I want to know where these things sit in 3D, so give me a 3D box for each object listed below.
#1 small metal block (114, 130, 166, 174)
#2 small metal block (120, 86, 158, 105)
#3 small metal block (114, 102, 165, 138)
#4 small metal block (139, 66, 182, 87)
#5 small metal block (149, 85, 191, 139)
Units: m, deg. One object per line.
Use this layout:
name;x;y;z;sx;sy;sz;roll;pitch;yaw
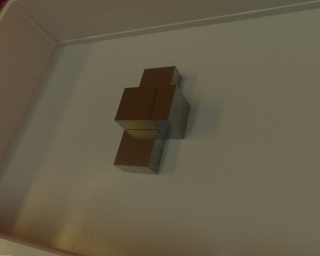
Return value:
small metal block;-0.026;0.030;0.398;0.050;0.025;0.050;0;62;28
small metal block;-0.017;-0.031;0.415;0.050;0.050;0.025;0;62;28
small metal block;-0.022;-0.009;0.405;0.050;0.050;0.025;0;62;28
small metal block;-0.001;-0.058;0.440;0.050;0.025;0.050;0;62;28
small metal block;0.014;-0.019;0.392;0.025;0.050;0.050;0;62;28
